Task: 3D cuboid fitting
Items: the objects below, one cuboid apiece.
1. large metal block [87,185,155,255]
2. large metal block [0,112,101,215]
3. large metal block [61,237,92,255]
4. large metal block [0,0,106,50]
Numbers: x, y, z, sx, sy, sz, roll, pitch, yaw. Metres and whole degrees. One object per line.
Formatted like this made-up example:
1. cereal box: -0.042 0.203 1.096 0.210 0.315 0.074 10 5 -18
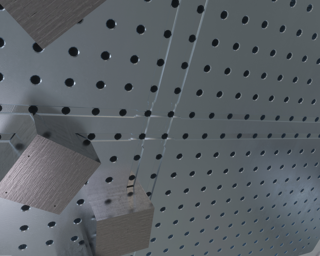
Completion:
1. large metal block: -0.059 0.136 0.446 0.081 0.050 0.079 -6 121 -25
2. large metal block: -0.129 0.042 0.350 0.080 0.050 0.080 34 100 -38
3. large metal block: -0.098 0.222 0.459 0.050 0.080 0.080 -41 129 0
4. large metal block: -0.099 -0.129 0.261 0.080 0.050 0.080 -39 129 -2
